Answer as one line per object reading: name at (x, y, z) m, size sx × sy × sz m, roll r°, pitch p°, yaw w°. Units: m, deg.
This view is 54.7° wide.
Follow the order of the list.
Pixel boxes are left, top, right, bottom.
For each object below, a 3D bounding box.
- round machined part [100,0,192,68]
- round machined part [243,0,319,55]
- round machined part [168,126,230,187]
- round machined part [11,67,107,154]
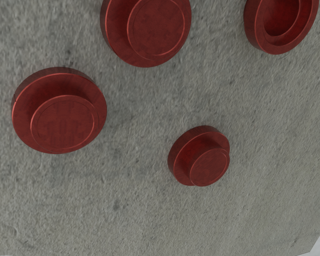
round machined part at (-0.009, -0.110, 0.324) m, size 0.099 × 0.042 × 0.097 m, roll -14°, pitch 125°, yaw -21°
round machined part at (0.145, -0.145, 0.387) m, size 0.099 × 0.042 × 0.097 m, roll -14°, pitch 125°, yaw -21°
round machined part at (0.065, 0.049, 0.463) m, size 0.099 × 0.042 × 0.097 m, roll -14°, pitch 125°, yaw -21°
round machined part at (-0.104, -0.012, 0.332) m, size 0.099 × 0.042 × 0.097 m, roll -14°, pitch 125°, yaw -21°
